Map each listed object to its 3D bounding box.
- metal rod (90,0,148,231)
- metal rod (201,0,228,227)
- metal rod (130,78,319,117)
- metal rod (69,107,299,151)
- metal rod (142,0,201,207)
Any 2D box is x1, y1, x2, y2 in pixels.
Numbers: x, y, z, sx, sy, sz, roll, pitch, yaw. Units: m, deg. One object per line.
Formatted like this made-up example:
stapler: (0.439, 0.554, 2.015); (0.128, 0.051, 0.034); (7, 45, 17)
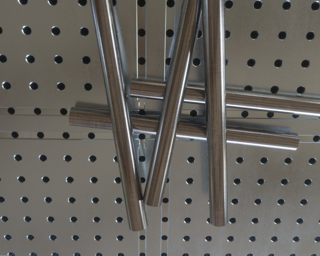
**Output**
metal rod: (-0.049, -0.015, 0.381); (0.025, 0.025, 0.298); (-8, 101, 2)
metal rod: (0.070, -0.008, 0.383); (0.025, 0.025, 0.298); (-5, 110, 1)
metal rod: (0.113, -0.036, 0.401); (0.302, 0.025, 0.025); (6, 110, -3)
metal rod: (0.034, 0.002, 0.414); (0.302, 0.025, 0.025); (7, 110, -3)
metal rod: (0.019, -0.049, 0.369); (0.025, 0.025, 0.298); (11, 100, -4)
